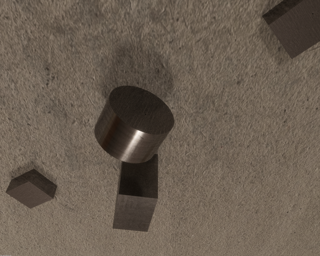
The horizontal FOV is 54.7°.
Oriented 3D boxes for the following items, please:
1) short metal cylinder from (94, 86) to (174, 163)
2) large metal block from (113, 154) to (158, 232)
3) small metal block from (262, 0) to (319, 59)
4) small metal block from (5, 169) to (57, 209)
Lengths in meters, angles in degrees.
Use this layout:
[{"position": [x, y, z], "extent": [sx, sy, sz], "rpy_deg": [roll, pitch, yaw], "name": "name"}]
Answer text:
[{"position": [-0.031, -0.005, 0.366], "extent": [0.080, 0.080, 0.050], "rpy_deg": [20, 127, -17], "name": "short metal cylinder"}, {"position": [-0.035, 0.091, 0.448], "extent": [0.050, 0.080, 0.079], "rpy_deg": [8, 130, -8], "name": "large metal block"}, {"position": [0.143, -0.108, 0.317], "extent": [0.050, 0.025, 0.050], "rpy_deg": [-34, 123, 25], "name": "small metal block"}, {"position": [-0.201, 0.096, 0.486], "extent": [0.050, 0.025, 0.050], "rpy_deg": [-25, 126, 19], "name": "small metal block"}]
